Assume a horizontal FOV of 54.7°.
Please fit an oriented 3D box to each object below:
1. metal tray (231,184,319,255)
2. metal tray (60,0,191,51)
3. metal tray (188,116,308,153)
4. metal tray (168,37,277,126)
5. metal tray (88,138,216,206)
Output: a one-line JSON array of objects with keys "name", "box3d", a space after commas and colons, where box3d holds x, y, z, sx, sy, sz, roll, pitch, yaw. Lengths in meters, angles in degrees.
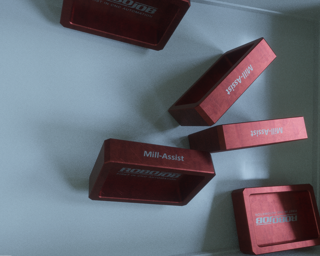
[{"name": "metal tray", "box3d": [0.176, 0.133, 0.461, 0.131, 0.030, 0.090, 1, 72, -21]}, {"name": "metal tray", "box3d": [-0.042, -0.142, 0.358, 0.131, 0.090, 0.030, 9, 63, -20]}, {"name": "metal tray", "box3d": [0.116, 0.012, 0.418, 0.131, 0.090, 0.030, -6, 83, -20]}, {"name": "metal tray", "box3d": [0.078, -0.057, 0.406, 0.130, 0.090, 0.030, -46, 105, -15]}, {"name": "metal tray", "box3d": [-0.012, 0.058, 0.373, 0.131, 0.089, 0.030, 9, 49, -20]}]
